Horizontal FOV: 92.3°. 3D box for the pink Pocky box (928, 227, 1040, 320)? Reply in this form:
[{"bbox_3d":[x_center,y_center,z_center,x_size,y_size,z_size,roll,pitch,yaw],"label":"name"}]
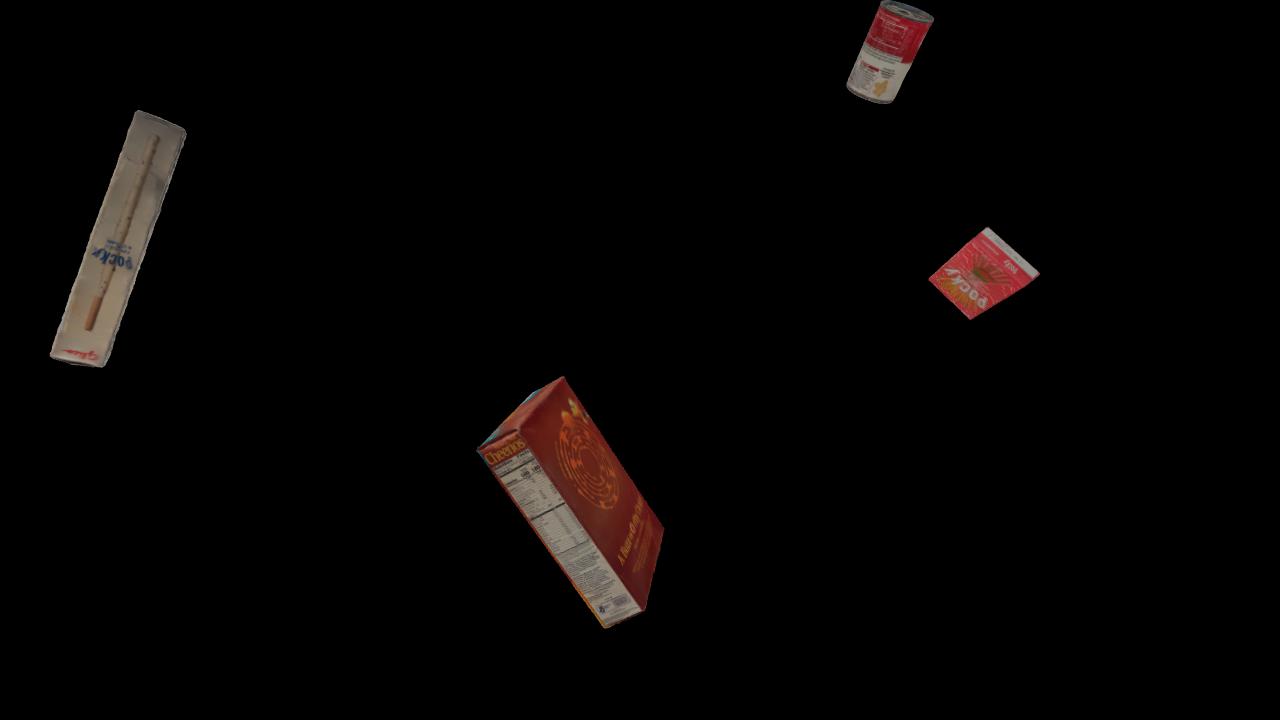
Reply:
[{"bbox_3d":[0.445,-0.109,0.809,0.029,0.084,0.155,-40,-12,-3],"label":"pink Pocky box"}]

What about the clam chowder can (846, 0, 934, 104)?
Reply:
[{"bbox_3d":[0.313,-0.387,0.778,0.068,0.102,0.068,9,43,-9],"label":"clam chowder can"}]

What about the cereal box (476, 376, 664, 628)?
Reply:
[{"bbox_3d":[-0.084,0.192,0.883,0.081,0.306,0.203,-30,11,17],"label":"cereal box"}]

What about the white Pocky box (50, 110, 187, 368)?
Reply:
[{"bbox_3d":[-0.329,-0.078,0.391,0.028,0.154,0.084,20,-1,-42],"label":"white Pocky box"}]
